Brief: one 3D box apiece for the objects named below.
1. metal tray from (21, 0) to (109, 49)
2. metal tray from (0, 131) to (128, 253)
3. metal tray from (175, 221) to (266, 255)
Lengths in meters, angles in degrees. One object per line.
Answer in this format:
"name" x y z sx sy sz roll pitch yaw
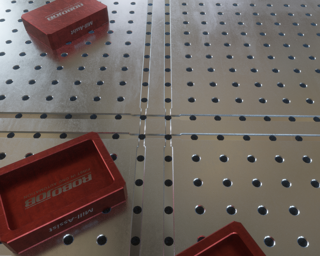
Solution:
"metal tray" -0.172 -0.203 0.573 0.090 0.030 0.131 36 58 26
"metal tray" -0.114 0.065 0.347 0.131 0.030 0.090 -23 54 -19
"metal tray" 0.043 0.154 0.275 0.131 0.030 0.090 -23 54 -19
